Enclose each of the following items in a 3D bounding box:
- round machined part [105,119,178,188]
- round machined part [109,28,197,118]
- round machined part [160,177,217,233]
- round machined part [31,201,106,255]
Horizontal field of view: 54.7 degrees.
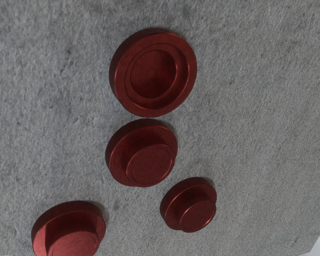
[{"bbox_3d":[-0.019,0.040,0.411,0.099,0.042,0.097,-14,125,-21],"label":"round machined part"},{"bbox_3d":[-0.011,-0.064,0.352,0.099,0.042,0.097,-14,125,-21],"label":"round machined part"},{"bbox_3d":[0.053,0.133,0.509,0.099,0.042,0.097,-14,125,-21],"label":"round machined part"},{"bbox_3d":[-0.121,0.152,0.424,0.099,0.042,0.097,-14,125,-21],"label":"round machined part"}]
